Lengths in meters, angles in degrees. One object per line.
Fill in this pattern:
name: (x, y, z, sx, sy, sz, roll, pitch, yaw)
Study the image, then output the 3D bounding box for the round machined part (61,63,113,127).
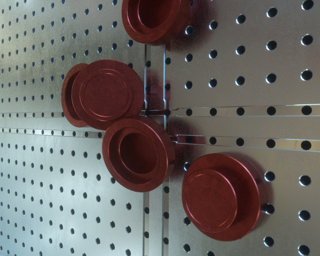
round machined part: (-0.109, -0.050, 0.485, 0.098, 0.042, 0.097, 0, 90, 39)

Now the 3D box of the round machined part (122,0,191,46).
round machined part: (0.000, -0.154, 0.397, 0.098, 0.042, 0.097, 0, 90, 39)

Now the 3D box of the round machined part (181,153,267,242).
round machined part: (0.064, 0.077, 0.345, 0.098, 0.042, 0.097, 0, 90, 39)

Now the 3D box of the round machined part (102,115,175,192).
round machined part: (-0.024, 0.030, 0.405, 0.098, 0.042, 0.097, 8, 108, 27)

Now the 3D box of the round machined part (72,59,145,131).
round machined part: (-0.070, -0.044, 0.419, 0.099, 0.042, 0.097, 0, 94, -3)
